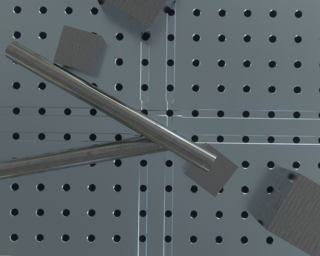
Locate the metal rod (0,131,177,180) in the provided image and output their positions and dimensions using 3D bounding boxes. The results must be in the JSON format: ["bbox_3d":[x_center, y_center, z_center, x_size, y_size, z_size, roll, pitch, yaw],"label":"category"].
[{"bbox_3d":[-0.125,0.041,0.412,0.302,0.025,0.025,-10,90,0],"label":"metal rod"}]

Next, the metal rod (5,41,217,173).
[{"bbox_3d":[-0.066,-0.030,0.396,0.301,0.025,0.025,30,90,6],"label":"metal rod"}]

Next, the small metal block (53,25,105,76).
[{"bbox_3d":[-0.107,-0.102,0.412,0.050,0.025,0.050,16,90,0],"label":"small metal block"}]

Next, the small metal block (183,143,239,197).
[{"bbox_3d":[0.067,0.055,0.414,0.050,0.025,0.050,38,90,0],"label":"small metal block"}]

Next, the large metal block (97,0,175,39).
[{"bbox_3d":[-0.025,-0.177,0.400,0.080,0.050,0.080,32,90,0],"label":"large metal block"}]

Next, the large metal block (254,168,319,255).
[{"bbox_3d":[0.185,0.110,0.402,0.080,0.050,0.080,31,90,0],"label":"large metal block"}]
